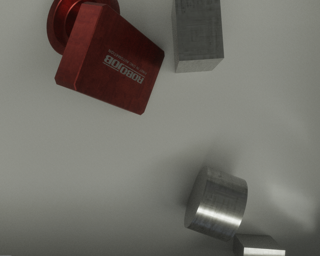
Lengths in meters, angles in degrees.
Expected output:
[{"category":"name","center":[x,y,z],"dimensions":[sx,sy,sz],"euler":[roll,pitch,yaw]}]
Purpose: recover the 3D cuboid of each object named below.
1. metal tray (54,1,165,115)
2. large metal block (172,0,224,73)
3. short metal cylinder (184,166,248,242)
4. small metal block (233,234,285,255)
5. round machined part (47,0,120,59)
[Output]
[{"category":"metal tray","center":[-0.050,-0.073,0.360],"dimensions":[0.030,0.130,0.090],"euler":[20,90,30]},{"category":"large metal block","center":[0.044,-0.116,0.384],"dimensions":[0.050,0.080,0.079],"euler":[-4,90,0]},{"category":"short metal cylinder","center":[0.068,0.093,0.385],"dimensions":[0.050,0.080,0.080],"euler":[20,90,-1]},{"category":"small metal block","center":[0.126,0.159,0.401],"dimensions":[0.050,0.050,0.025],"euler":[4,90,-1]},{"category":"round machined part","center":[-0.091,-0.130,0.389],"dimensions":[0.098,0.042,0.097],"euler":[-4,82,26]}]
